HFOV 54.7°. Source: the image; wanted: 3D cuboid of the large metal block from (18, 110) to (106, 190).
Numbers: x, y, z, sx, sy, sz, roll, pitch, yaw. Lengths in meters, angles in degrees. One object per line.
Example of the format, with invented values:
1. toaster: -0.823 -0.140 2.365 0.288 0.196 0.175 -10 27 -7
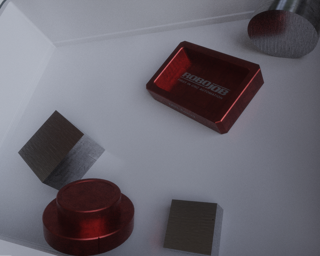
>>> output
1. large metal block: -0.140 0.033 0.441 0.080 0.050 0.080 33 80 38

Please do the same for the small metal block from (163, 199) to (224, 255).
1. small metal block: 0.036 0.104 0.322 0.050 0.025 0.050 -1 61 27

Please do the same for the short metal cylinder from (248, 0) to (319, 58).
1. short metal cylinder: 0.153 -0.129 0.369 0.080 0.080 0.050 16 70 34

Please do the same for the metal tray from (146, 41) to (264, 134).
1. metal tray: 0.055 -0.058 0.408 0.130 0.030 0.090 31 78 37

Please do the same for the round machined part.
1. round machined part: -0.078 0.090 0.342 0.098 0.099 0.042 17 114 34
